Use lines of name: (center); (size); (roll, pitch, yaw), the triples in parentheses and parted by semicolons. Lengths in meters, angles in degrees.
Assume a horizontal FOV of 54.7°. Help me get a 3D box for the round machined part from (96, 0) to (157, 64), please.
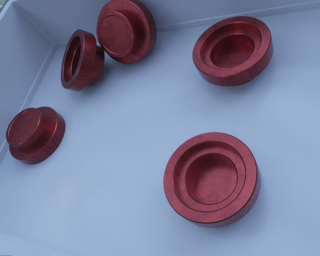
round machined part: (-0.058, -0.147, 0.477); (0.098, 0.097, 0.042); (3, 25, 29)

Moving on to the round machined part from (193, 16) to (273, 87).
round machined part: (0.096, -0.094, 0.402); (0.098, 0.042, 0.098); (-13, 56, 21)

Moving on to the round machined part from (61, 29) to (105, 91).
round machined part: (-0.125, -0.107, 0.508); (0.098, 0.042, 0.098); (-20, 64, 51)

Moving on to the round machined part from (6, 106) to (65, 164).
round machined part: (-0.206, 0.006, 0.500); (0.098, 0.042, 0.098); (-13, 56, 21)

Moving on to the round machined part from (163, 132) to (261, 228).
round machined part: (0.057, 0.057, 0.330); (0.098, 0.042, 0.098); (-13, 56, 21)
